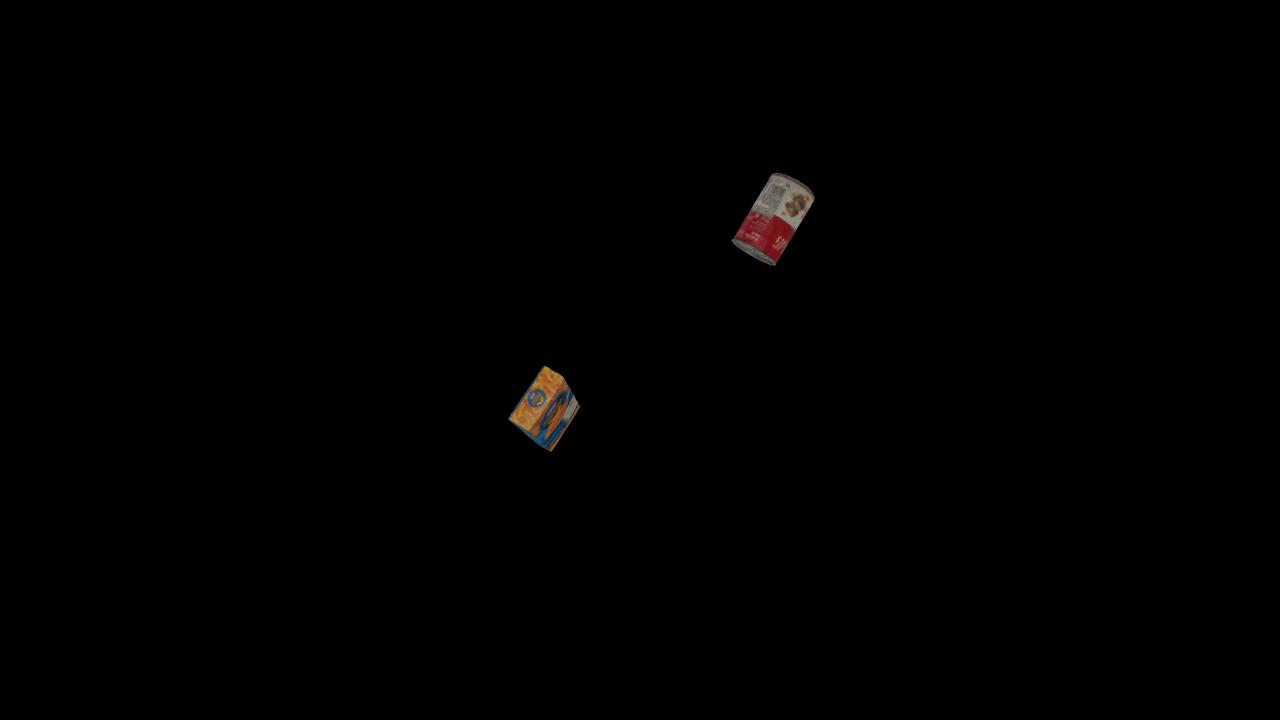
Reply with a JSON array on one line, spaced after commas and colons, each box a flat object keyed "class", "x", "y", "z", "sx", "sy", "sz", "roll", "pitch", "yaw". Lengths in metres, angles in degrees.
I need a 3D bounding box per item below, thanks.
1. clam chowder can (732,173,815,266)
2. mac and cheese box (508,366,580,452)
[{"class": "clam chowder can", "x": 0.176, "y": -0.186, "z": 0.813, "sx": 0.068, "sy": 0.102, "sz": 0.068, "roll": 30, "pitch": 5, "yaw": -3}, {"class": "mac and cheese box", "x": -0.140, "y": 0.079, "z": 0.935, "sx": 0.041, "sy": 0.093, "sz": 0.184, "roll": 31, "pitch": -13, "yaw": 10}]
